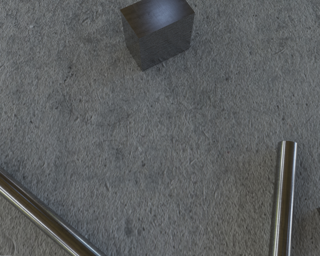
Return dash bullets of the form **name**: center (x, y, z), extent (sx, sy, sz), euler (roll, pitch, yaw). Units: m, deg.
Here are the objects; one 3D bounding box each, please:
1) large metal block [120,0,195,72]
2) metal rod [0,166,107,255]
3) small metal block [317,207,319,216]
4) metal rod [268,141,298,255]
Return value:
- **large metal block**: center (-0.003, -0.134, 0.428), extent (0.080, 0.080, 0.050), euler (-28, 73, -10)
- **metal rod**: center (-0.148, 0.099, 0.370), extent (0.300, 0.025, 0.025), euler (35, 74, 11)
- **small metal block**: center (0.227, 0.113, 0.370), extent (0.050, 0.025, 0.050), euler (-14, 71, -6)
- **metal rod**: center (0.135, 0.158, 0.351), extent (0.025, 0.025, 0.299), euler (11, 70, 4)
